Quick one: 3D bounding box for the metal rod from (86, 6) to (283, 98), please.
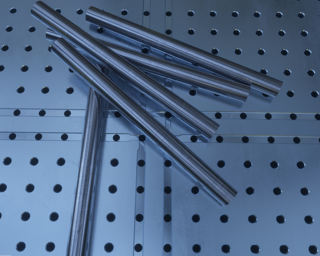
[{"bbox_3d":[0.029,-0.114,0.453,0.301,0.025,0.025,24,72,8],"label":"metal rod"}]

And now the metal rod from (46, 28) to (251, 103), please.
[{"bbox_3d":[-0.021,-0.094,0.445,0.301,0.025,0.025,19,71,6],"label":"metal rod"}]

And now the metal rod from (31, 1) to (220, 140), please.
[{"bbox_3d":[-0.050,-0.081,0.423,0.301,0.025,0.025,35,74,5],"label":"metal rod"}]

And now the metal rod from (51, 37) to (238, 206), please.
[{"bbox_3d":[-0.024,-0.012,0.397,0.300,0.025,0.025,42,75,6],"label":"metal rod"}]

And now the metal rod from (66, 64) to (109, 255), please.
[{"bbox_3d":[-0.091,0.056,0.390,0.025,0.025,0.299,3,70,0],"label":"metal rod"}]
